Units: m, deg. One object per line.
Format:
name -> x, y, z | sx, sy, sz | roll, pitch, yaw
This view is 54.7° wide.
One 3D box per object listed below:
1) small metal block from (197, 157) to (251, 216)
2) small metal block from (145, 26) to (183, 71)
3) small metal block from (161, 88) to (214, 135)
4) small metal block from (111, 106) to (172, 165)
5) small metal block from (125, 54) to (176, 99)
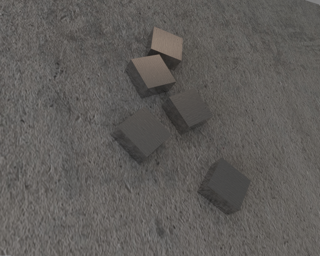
small metal block -> 0.084, 0.076, 0.402 | 0.050, 0.025, 0.050 | 39, 51, -2
small metal block -> 0.006, -0.124, 0.482 | 0.050, 0.025, 0.050 | 18, 55, -18
small metal block -> 0.039, -0.024, 0.439 | 0.050, 0.025, 0.050 | -23, 74, -36
small metal block -> -0.023, 0.009, 0.386 | 0.050, 0.025, 0.050 | 46, 51, 4
small metal block -> -0.013, -0.074, 0.442 | 0.050, 0.025, 0.050 | -19, 72, -35
